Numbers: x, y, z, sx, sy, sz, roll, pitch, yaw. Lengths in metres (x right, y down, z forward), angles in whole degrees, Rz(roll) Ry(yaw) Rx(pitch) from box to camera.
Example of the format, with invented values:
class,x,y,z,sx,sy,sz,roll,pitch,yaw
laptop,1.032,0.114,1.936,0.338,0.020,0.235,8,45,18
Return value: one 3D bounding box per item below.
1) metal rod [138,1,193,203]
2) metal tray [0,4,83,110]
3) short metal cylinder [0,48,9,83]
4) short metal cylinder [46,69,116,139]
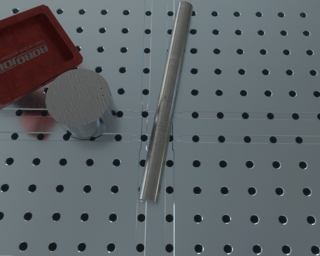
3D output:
class,x,y,z,sx,sy,sz,roll,pitch,yaw
metal rod,0.012,-0.049,0.429,0.025,0.025,0.299,10,70,3
metal tray,-0.178,-0.093,0.398,0.131,0.030,0.090,-41,104,-35
short metal cylinder,-0.252,-0.085,0.412,0.080,0.080,0.050,9,71,3
short metal cylinder,-0.102,-0.031,0.409,0.081,0.050,0.080,0,70,0
